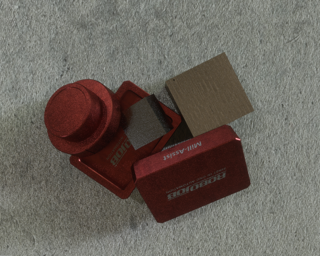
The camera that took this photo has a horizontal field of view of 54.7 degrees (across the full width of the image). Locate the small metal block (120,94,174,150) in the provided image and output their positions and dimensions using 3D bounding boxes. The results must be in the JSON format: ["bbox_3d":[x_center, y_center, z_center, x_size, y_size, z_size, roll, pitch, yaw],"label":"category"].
[{"bbox_3d":[-0.019,-0.007,0.388,0.050,0.025,0.050,-29,93,28],"label":"small metal block"}]

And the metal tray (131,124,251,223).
[{"bbox_3d":[0.041,0.060,0.386,0.131,0.030,0.090,-23,126,0],"label":"metal tray"}]

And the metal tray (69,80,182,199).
[{"bbox_3d":[-0.043,0.015,0.407,0.090,0.030,0.130,35,90,0],"label":"metal tray"}]

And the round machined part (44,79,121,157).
[{"bbox_3d":[-0.101,-0.016,0.381,0.098,0.042,0.098,-8,70,22],"label":"round machined part"}]

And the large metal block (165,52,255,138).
[{"bbox_3d":[0.060,-0.039,0.399,0.080,0.050,0.080,-27,90,0],"label":"large metal block"}]
